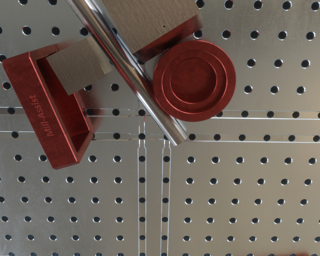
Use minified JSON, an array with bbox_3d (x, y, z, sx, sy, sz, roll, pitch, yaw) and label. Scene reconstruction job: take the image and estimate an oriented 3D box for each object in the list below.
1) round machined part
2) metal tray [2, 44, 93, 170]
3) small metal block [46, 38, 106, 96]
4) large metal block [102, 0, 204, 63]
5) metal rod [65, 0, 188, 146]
[{"bbox_3d":[0.040,-0.060,0.383,0.099,0.042,0.097,0,110,-1],"label":"round machined part"},{"bbox_3d":[-0.124,-0.028,0.366,0.030,0.090,0.129,-17,110,6],"label":"metal tray"},{"bbox_3d":[-0.101,-0.075,0.377,0.050,0.025,0.050,-29,110,-6],"label":"small metal block"},{"bbox_3d":[-0.009,-0.130,0.338,0.080,0.050,0.080,-30,86,10],"label":"large metal block"},{"bbox_3d":[-0.058,-0.099,0.376,0.025,0.025,0.299,-33,107,11],"label":"metal rod"}]
